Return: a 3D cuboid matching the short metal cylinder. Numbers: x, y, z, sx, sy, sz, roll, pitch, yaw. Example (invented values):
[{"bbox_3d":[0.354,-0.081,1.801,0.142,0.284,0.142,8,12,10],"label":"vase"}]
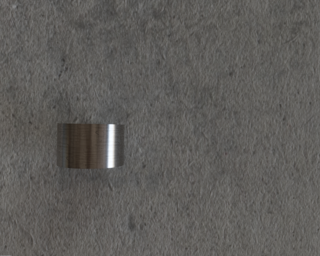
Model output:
[{"bbox_3d":[-0.085,0.020,0.381,0.081,0.080,0.050,1,90,-1],"label":"short metal cylinder"}]
